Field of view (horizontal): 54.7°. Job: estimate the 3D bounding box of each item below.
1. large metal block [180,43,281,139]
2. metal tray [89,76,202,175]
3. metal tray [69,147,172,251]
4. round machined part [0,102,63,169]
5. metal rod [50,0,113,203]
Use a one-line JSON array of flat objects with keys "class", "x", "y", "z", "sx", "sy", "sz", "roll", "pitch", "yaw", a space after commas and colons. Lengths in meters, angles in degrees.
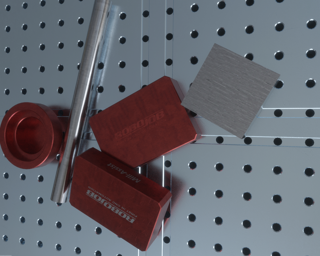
[{"class": "large metal block", "x": 0.084, "y": -0.042, "z": 0.369, "sx": 0.080, "sy": 0.050, "sz": 0.080, "roll": 32, "pitch": 100, "yaw": 17}, {"class": "metal tray", "x": -0.022, "y": 0.000, "z": 0.417, "sx": 0.130, "sy": 0.030, "sz": 0.090, "roll": -27, "pitch": 81, "yaw": 17}, {"class": "metal tray", "x": -0.057, "y": 0.094, "z": 0.412, "sx": 0.130, "sy": 0.030, "sz": 0.089, "roll": 27, "pitch": 121, "yaw": 17}, {"class": "round machined part", "x": -0.188, "y": 0.011, "z": 0.468, "sx": 0.098, "sy": 0.042, "sz": 0.097, "roll": 0, "pitch": 90, "yaw": 19}, {"class": "metal rod", "x": -0.115, "y": -0.037, "z": 0.451, "sx": 0.025, "sy": 0.025, "sz": 0.298, "roll": 16, "pitch": 95, "yaw": 19}]
